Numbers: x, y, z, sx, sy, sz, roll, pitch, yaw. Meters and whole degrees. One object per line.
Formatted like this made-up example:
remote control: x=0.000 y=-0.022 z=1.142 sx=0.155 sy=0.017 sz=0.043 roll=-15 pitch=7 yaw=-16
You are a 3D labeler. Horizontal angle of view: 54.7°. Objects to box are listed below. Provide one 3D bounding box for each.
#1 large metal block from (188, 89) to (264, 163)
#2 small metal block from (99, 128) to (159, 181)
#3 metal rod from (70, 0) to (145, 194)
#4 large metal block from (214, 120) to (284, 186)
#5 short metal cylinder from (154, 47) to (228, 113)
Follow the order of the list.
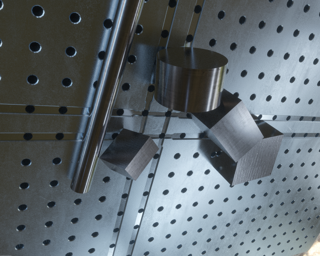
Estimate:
large metal block: x=0.081 y=-0.012 z=0.414 sx=0.050 sy=0.080 sz=0.080 roll=-43 pitch=130 yaw=1
small metal block: x=-0.038 y=0.032 z=0.385 sx=0.050 sy=0.050 sz=0.025 roll=-53 pitch=133 yaw=-22
metal rod: x=-0.057 y=-0.053 z=0.348 sx=0.025 sy=0.025 sz=0.298 roll=6 pitch=116 yaw=-32
large metal block: x=0.141 y=0.038 z=0.498 sx=0.081 sy=0.050 sz=0.079 roll=-9 pitch=123 yaw=-24
short metal cylinder: x=0.035 y=-0.058 z=0.360 sx=0.081 sy=0.080 sz=0.050 roll=-10 pitch=123 yaw=-23
